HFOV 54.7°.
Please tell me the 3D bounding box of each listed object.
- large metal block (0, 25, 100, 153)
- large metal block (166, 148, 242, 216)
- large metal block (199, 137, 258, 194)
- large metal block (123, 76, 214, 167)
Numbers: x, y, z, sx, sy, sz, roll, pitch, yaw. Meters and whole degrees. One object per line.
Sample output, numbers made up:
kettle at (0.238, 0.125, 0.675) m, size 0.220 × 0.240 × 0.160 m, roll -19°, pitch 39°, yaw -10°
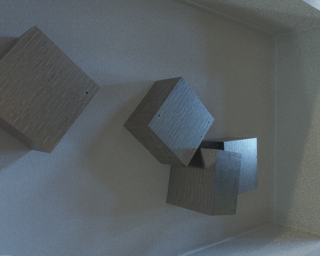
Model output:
large metal block at (-0.119, -0.033, 0.291) m, size 0.080 × 0.050 × 0.080 m, roll 46°, pitch 63°, yaw -30°
large metal block at (0.058, 0.069, 0.420) m, size 0.050 × 0.080 × 0.080 m, roll 12°, pitch 82°, yaw -40°
large metal block at (0.106, 0.057, 0.479) m, size 0.081 × 0.050 × 0.079 m, roll -4°, pitch 92°, yaw -40°
large metal block at (0.014, -0.007, 0.402) m, size 0.080 × 0.050 × 0.080 m, roll 48°, pitch 61°, yaw -29°
